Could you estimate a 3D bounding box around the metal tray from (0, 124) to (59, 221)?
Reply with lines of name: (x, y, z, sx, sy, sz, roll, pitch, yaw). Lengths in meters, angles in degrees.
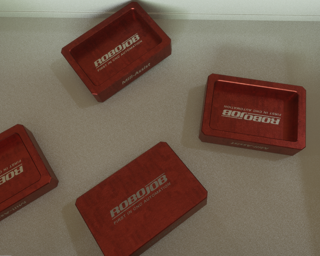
metal tray: (-0.206, 0.065, 0.381, 0.131, 0.030, 0.090, -32, 73, -11)

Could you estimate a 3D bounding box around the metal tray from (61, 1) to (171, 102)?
metal tray: (-0.060, -0.109, 0.439, 0.130, 0.030, 0.090, -36, 74, -7)

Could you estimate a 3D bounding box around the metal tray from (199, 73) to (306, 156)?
metal tray: (0.123, -0.019, 0.414, 0.131, 0.030, 0.090, 9, 70, 3)

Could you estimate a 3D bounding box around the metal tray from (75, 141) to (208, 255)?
metal tray: (-0.021, 0.087, 0.366, 0.131, 0.030, 0.090, -34, 62, -12)
